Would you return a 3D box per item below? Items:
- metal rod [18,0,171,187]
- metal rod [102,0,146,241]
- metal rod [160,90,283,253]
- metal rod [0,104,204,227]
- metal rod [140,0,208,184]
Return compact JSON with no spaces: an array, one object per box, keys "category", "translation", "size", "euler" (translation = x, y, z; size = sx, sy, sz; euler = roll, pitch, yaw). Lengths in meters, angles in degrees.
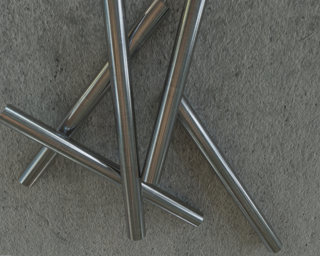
[{"category":"metal rod","translation":[-0.092,-0.035,0.395],"size":[0.025,0.025,0.299],"euler":[38,106,-13]},{"category":"metal rod","translation":[-0.041,0.000,0.374],"size":[0.025,0.025,0.298],"euler":[-4,106,1]},{"category":"metal rod","translation":[0.094,0.067,0.434],"size":[0.025,0.025,0.299],"euler":[-32,107,11]},{"category":"metal rod","translation":[-0.064,0.059,0.412],"size":[0.301,0.025,0.025],"euler":[33,107,-19]},{"category":"metal rod","translation":[0.024,-0.077,0.359],"size":[0.025,0.025,0.298],"euler":[13,101,-5]}]
